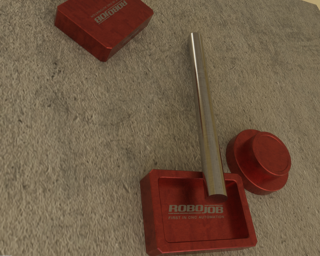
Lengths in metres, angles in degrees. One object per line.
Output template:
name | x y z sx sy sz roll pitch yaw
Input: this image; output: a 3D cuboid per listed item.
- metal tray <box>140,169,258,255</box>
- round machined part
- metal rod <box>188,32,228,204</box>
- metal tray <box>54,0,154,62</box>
metal tray | 0.045 0.098 0.366 0.131 0.030 0.090 7 59 -25
round machined part | 0.149 0.044 0.449 0.099 0.042 0.098 14 56 -21
metal rod | 0.061 -0.037 0.439 0.025 0.025 0.300 16 48 -20
metal tray | -0.079 -0.165 0.460 0.090 0.030 0.130 38 51 -3
